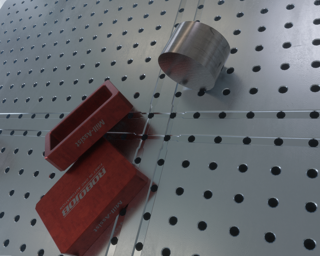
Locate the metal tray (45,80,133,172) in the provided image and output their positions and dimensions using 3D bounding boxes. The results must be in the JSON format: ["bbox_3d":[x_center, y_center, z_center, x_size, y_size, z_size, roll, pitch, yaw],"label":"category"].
[{"bbox_3d":[-0.105,-0.008,0.443,0.130,0.030,0.090,-42,27,-1],"label":"metal tray"}]

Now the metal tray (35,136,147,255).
[{"bbox_3d":[-0.090,0.085,0.401,0.130,0.030,0.090,-48,51,-6],"label":"metal tray"}]

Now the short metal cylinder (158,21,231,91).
[{"bbox_3d":[0.045,-0.092,0.406,0.080,0.080,0.050,17,71,34],"label":"short metal cylinder"}]
